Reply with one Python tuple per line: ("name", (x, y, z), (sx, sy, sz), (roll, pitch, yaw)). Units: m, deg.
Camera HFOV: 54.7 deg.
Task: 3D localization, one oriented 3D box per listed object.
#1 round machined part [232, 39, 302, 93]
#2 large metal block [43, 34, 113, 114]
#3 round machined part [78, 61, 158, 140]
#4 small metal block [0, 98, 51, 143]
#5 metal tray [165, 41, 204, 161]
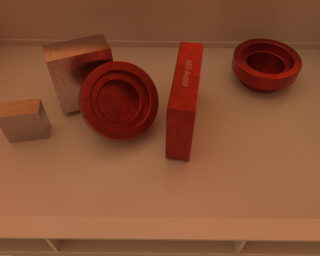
("round machined part", (0.159, -0.091, 0.473), (0.099, 0.042, 0.098), (0, 50, 0))
("large metal block", (-0.106, -0.075, 0.426), (0.081, 0.079, 0.050), (-16, 42, -14))
("round machined part", (-0.055, -0.033, 0.399), (0.099, 0.042, 0.097), (1, 88, -23))
("small metal block", (-0.172, -0.009, 0.394), (0.050, 0.050, 0.025), (-7, 51, -7))
("metal tray", (0.032, -0.036, 0.393), (0.030, 0.089, 0.130), (7, 50, 6))
